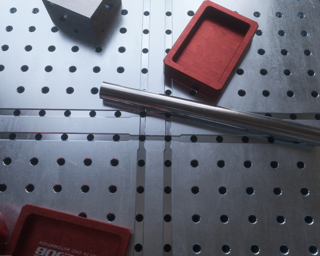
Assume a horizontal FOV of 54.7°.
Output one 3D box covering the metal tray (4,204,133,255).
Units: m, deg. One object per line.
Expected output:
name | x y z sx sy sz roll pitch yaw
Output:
metal tray | -0.105 0.147 0.354 0.131 0.030 0.090 13 70 4

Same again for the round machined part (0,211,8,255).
round machined part | -0.219 0.130 0.349 0.099 0.042 0.098 -2 68 6

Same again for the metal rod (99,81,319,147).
metal rod | 0.067 -0.020 0.419 0.302 0.025 0.025 13 71 4

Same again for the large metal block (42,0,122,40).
large metal block | -0.115 -0.193 0.468 0.080 0.050 0.080 25 72 8

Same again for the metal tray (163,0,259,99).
metal tray | 0.074 -0.117 0.452 0.090 0.030 0.130 29 72 9
